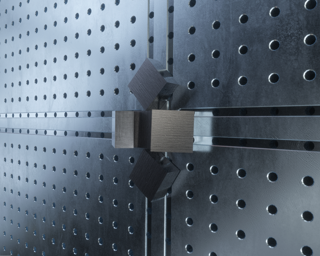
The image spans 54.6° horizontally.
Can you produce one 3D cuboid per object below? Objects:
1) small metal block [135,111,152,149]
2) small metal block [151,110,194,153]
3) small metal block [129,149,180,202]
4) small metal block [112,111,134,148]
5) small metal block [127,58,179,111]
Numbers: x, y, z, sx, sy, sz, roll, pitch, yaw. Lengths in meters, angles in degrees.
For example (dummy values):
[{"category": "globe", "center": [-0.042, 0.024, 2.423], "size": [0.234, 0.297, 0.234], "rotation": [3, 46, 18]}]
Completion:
[{"category": "small metal block", "center": [-0.010, 0.002, 0.418], "size": [0.050, 0.025, 0.050], "rotation": [2, 90, 40]}, {"category": "small metal block", "center": [0.015, 0.004, 0.380], "size": [0.050, 0.025, 0.050], "rotation": [2, 92, -1]}, {"category": "small metal block", "center": [-0.009, 0.062, 0.417], "size": [0.050, 0.025, 0.050], "rotation": [42, 116, 33]}, {"category": "small metal block", "center": [-0.053, 0.001, 0.438], "size": [0.050, 0.025, 0.050], "rotation": [-170, 81, -76]}, {"category": "small metal block", "center": [-0.010, -0.058, 0.419], "size": [0.050, 0.025, 0.050], "rotation": [-51, 59, 27]}]
